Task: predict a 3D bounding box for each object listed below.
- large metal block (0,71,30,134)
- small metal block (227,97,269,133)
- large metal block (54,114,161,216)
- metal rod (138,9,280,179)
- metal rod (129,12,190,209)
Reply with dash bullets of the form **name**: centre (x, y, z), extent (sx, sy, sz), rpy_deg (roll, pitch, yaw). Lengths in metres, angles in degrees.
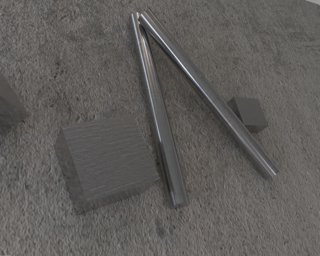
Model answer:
- **large metal block**: centre (-0.179, -0.039, 0.287), extent (0.050, 0.080, 0.080), rpy_deg (-35, 80, -9)
- **small metal block**: centre (0.136, -0.020, 0.489), extent (0.050, 0.025, 0.050), rpy_deg (1, 61, -28)
- **large metal block**: centre (-0.059, 0.037, 0.333), extent (0.081, 0.050, 0.080), rpy_deg (-12, 68, -33)
- **metal rod**: centre (0.070, -0.050, 0.455), extent (0.300, 0.025, 0.025), rpy_deg (51, 51, 2)
- **metal rod**: centre (-0.007, -0.041, 0.424), extent (0.025, 0.025, 0.299), rpy_deg (2, 61, -28)
